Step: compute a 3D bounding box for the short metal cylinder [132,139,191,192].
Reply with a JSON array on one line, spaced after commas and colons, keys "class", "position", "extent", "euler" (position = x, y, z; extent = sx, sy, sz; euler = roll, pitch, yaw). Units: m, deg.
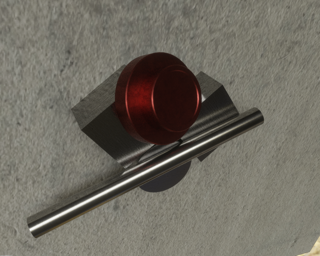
[{"class": "short metal cylinder", "position": [-0.005, 0.039, 0.414], "extent": [0.081, 0.050, 0.079], "euler": [-14, 125, -21]}]

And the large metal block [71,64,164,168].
[{"class": "large metal block", "position": [-0.041, -0.012, 0.362], "extent": [0.080, 0.050, 0.080], "euler": [-41, 130, -1]}]

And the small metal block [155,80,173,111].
[{"class": "small metal block", "position": [0.011, -0.054, 0.381], "extent": [0.050, 0.025, 0.050], "euler": [-40, 130, -1]}]

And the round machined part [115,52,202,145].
[{"class": "round machined part", "position": [0.006, -0.030, 0.326], "extent": [0.099, 0.042, 0.097], "euler": [-3, 94, -40]}]

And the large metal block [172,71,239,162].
[{"class": "large metal block", "position": [0.055, -0.015, 0.415], "extent": [0.080, 0.050, 0.080], "euler": [-41, 130, 0]}]

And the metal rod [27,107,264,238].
[{"class": "metal rod", "position": [-0.005, 0.046, 0.370], "extent": [0.302, 0.025, 0.025], "euler": [-25, 128, -13]}]
